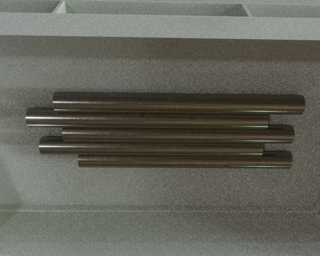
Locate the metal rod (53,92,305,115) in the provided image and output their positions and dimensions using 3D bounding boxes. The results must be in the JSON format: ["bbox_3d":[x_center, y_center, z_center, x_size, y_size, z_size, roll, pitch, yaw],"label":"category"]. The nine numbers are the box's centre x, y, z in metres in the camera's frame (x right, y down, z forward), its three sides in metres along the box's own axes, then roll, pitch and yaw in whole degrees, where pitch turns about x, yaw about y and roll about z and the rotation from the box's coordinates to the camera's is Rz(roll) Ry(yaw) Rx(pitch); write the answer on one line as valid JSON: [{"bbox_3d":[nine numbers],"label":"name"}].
[{"bbox_3d":[0.024,-0.030,0.382,0.302,0.025,0.025,1,130,-1],"label":"metal rod"}]

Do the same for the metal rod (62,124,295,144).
[{"bbox_3d":[0.025,0.007,0.414,0.302,0.025,0.025,1,130,-1],"label":"metal rod"}]

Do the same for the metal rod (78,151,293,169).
[{"bbox_3d":[0.036,0.045,0.446,0.302,0.025,0.025,1,130,-1],"label":"metal rod"}]

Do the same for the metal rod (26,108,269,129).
[{"bbox_3d":[-0.014,-0.012,0.397,0.302,0.025,0.025,1,130,-1],"label":"metal rod"}]

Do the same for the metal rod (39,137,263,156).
[{"bbox_3d":[-0.011,0.026,0.429,0.302,0.025,0.025,1,130,-1],"label":"metal rod"}]
